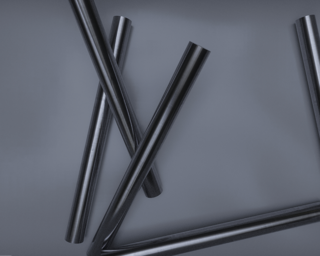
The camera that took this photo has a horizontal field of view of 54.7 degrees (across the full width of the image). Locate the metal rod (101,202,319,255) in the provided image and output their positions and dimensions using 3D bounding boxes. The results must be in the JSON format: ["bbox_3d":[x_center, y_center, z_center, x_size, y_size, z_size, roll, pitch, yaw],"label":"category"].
[{"bbox_3d":[0.077,0.138,0.400,0.302,0.025,0.025,-11,90,-5],"label":"metal rod"}]

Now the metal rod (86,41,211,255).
[{"bbox_3d":[-0.022,0.042,0.366,0.025,0.025,0.298,26,108,-1],"label":"metal rod"}]

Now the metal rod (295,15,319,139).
[{"bbox_3d":[0.225,0.000,0.414,0.025,0.025,0.298,-12,90,0],"label":"metal rod"}]

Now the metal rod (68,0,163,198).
[{"bbox_3d":[-0.052,-0.045,0.356,0.025,0.025,0.298,-19,113,0],"label":"metal rod"}]

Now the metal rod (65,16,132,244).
[{"bbox_3d":[-0.081,0.002,0.410,0.025,0.025,0.298,12,90,-1],"label":"metal rod"}]
